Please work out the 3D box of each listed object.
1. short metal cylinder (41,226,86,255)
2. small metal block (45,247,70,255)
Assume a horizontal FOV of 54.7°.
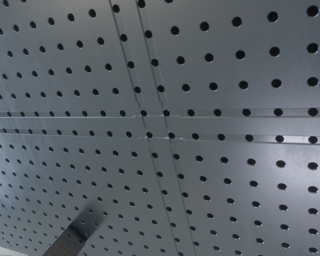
[{"bbox_3d":[-0.198,0.250,0.635,0.050,0.080,0.080,43,129,-1],"label":"short metal cylinder"},{"bbox_3d":[-0.239,0.315,0.732,0.050,0.025,0.050,15,125,19],"label":"small metal block"}]
